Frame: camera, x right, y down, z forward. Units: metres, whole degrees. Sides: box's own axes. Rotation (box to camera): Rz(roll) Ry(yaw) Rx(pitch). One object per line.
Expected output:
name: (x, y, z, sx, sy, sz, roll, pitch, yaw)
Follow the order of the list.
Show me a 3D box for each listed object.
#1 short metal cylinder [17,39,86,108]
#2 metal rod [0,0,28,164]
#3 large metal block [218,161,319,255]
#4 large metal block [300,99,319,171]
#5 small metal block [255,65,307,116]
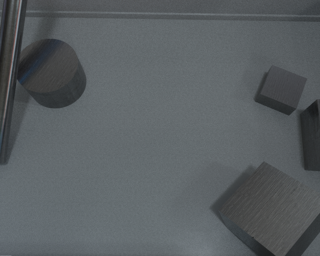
short metal cylinder: (-0.146, -0.073, 0.421, 0.081, 0.050, 0.080, 0, 70, 0)
metal rod: (-0.182, -0.103, 0.375, 0.025, 0.025, 0.298, 12, 97, 4)
large metal block: (0.127, 0.097, 0.345, 0.080, 0.050, 0.080, -42, 46, -14)
large metal block: (0.233, 0.013, 0.395, 0.081, 0.050, 0.080, 4, 70, 1)
small metal block: (0.168, -0.053, 0.431, 0.050, 0.025, 0.050, 24, 72, 8)
